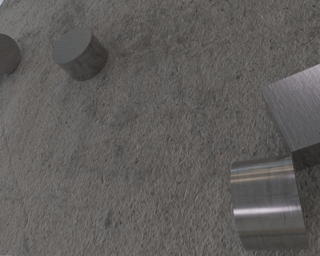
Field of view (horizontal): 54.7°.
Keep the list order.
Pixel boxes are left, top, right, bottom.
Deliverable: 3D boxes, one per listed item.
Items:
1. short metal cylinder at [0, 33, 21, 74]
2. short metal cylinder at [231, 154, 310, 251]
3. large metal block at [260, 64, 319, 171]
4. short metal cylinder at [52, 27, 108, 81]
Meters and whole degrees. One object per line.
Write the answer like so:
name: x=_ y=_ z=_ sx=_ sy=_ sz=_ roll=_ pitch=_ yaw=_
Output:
short metal cylinder: x=-0.340 y=-0.153 z=0.640 sx=0.050 sy=0.080 sz=0.080 roll=5 pitch=64 yaw=30
short metal cylinder: x=0.098 y=0.066 z=0.276 sx=0.050 sy=0.080 sz=0.080 roll=-11 pitch=57 yaw=22
large metal block: x=0.159 y=-0.013 z=0.313 sx=0.080 sy=0.050 sz=0.080 roll=-22 pitch=53 yaw=14
short metal cylinder: x=-0.139 y=-0.128 z=0.539 sx=0.080 sy=0.050 sz=0.080 roll=-13 pitch=56 yaw=21
